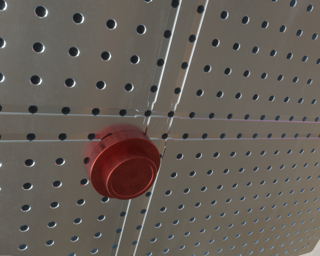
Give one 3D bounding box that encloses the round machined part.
[{"bbox_3d":[-0.043,0.056,0.410,0.099,0.042,0.097,-14,124,-21],"label":"round machined part"}]
